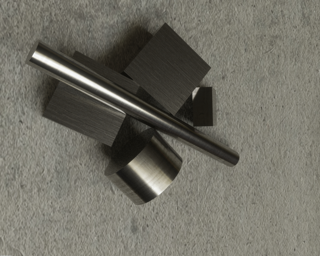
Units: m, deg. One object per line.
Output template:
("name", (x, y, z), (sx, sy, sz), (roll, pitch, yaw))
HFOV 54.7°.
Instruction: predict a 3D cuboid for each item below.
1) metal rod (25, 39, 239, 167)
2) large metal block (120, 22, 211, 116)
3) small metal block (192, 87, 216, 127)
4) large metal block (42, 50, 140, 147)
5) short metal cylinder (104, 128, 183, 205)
("metal rod", (-0.005, -0.012, 0.365), (0.301, 0.025, 0.025), (27, 81, -35))
("large metal block", (0.003, -0.071, 0.396), (0.080, 0.050, 0.080), (41, 77, -16))
("small metal block", (0.061, -0.028, 0.417), (0.025, 0.050, 0.050), (-1, 91, 16))
("large metal block", (-0.082, -0.032, 0.367), (0.080, 0.050, 0.080), (26, 81, -18))
("short metal cylinder", (-0.020, 0.045, 0.373), (0.080, 0.080, 0.050), (-46, 105, -14))
